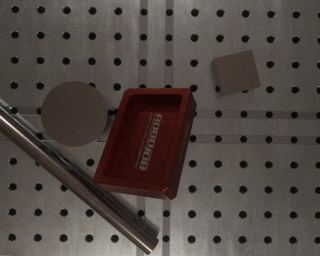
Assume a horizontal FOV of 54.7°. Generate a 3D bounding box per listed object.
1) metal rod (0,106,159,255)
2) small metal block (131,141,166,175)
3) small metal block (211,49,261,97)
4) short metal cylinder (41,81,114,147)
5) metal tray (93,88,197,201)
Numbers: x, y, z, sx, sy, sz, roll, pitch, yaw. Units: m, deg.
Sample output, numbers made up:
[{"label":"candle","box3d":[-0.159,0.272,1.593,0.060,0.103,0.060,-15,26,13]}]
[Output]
[{"label":"metal rod","box3d":[-0.124,0.062,0.411,0.300,0.025,0.025,40,90,-1]},{"label":"small metal block","box3d":[-0.008,0.040,0.401,0.050,0.050,0.025,-33,90,0]},{"label":"small metal block","box3d":[0.101,-0.072,0.415,0.050,0.025,0.050,-13,90,-1]},{"label":"short metal cylinder","box3d":[-0.104,-0.017,0.400,0.081,0.050,0.079,0,90,-1]},{"label":"metal tray","box3d":[-0.014,0.013,0.366,0.090,0.030,0.130,3,61,23]}]
